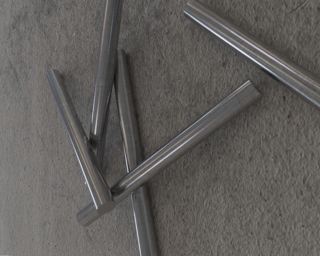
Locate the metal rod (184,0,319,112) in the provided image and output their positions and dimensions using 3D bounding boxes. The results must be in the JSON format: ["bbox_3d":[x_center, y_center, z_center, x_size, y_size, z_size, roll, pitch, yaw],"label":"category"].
[{"bbox_3d":[0.128,-0.050,0.298,0.300,0.025,0.025,46,118,30],"label":"metal rod"}]

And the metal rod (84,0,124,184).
[{"bbox_3d":[-0.082,-0.050,0.444,0.025,0.025,0.298,27,115,37],"label":"metal rod"}]

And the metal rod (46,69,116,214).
[{"bbox_3d":[-0.131,0.001,0.475,0.025,0.025,0.300,-56,47,25],"label":"metal rod"}]

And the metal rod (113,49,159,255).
[{"bbox_3d":[-0.038,0.034,0.436,0.025,0.025,0.298,-16,80,39],"label":"metal rod"}]

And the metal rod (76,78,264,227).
[{"bbox_3d":[-0.005,0.044,0.384,0.299,0.025,0.025,-40,66,24],"label":"metal rod"}]
